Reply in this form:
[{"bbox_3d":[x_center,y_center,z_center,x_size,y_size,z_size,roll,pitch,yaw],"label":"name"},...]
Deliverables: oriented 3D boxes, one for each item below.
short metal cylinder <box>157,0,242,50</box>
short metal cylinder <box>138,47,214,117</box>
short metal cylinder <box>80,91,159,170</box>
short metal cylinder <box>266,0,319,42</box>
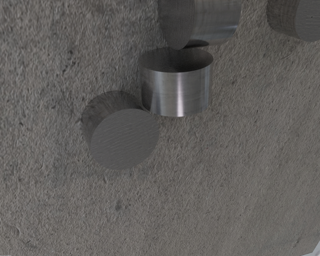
[{"bbox_3d":[0.037,-0.123,0.315,0.050,0.080,0.079,-13,124,-22],"label":"short metal cylinder"},{"bbox_3d":[0.018,-0.054,0.347,0.081,0.080,0.050,-16,125,-20],"label":"short metal cylinder"},{"bbox_3d":[-0.048,0.002,0.366,0.081,0.050,0.079,-14,124,-21],"label":"short metal cylinder"},{"bbox_3d":[0.185,-0.156,0.395,0.081,0.050,0.079,-14,124,-21],"label":"short metal cylinder"}]
